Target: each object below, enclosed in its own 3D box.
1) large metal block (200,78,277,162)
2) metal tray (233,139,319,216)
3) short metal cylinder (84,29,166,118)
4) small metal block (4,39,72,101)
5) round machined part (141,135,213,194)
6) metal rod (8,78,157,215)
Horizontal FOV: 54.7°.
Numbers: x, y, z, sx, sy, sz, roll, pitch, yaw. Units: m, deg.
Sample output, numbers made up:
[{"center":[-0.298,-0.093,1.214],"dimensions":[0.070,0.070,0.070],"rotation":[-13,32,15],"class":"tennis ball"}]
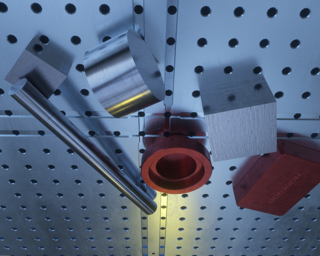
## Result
[{"center":[0.099,-0.008,0.390],"dimensions":[0.080,0.050,0.080],"rotation":[-11,130,8],"class":"large metal block"},{"center":[0.186,0.082,0.481],"dimensions":[0.091,0.030,0.129],"rotation":[16,128,-14],"class":"metal tray"},{"center":[-0.035,-0.056,0.327],"dimensions":[0.050,0.080,0.080],"rotation":[-22,127,17],"class":"short metal cylinder"},{"center":[-0.139,-0.064,0.355],"dimensions":[0.050,0.025,0.050],"rotation":[34,122,-26],"class":"small metal block"},{"center":[0.023,0.048,0.442],"dimensions":[0.099,0.042,0.097],"rotation":[-1,130,0],"class":"round machined part"},{"center":[-0.085,0.046,0.431],"dimensions":[0.025,0.025,0.300],"rotation":[-22,133,17],"class":"metal rod"}]
